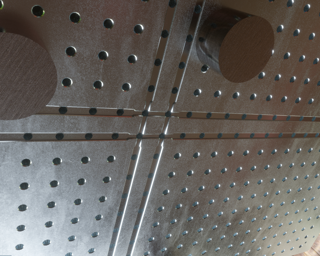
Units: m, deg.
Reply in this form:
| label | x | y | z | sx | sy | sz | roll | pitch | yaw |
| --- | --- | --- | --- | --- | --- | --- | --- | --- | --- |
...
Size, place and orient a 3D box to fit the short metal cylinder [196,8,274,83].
| label | x | y | z | sx | sy | sz | roll | pitch | yaw |
| --- | --- | --- | --- | --- | --- | --- | --- | --- | --- |
| short metal cylinder | 0.092 | -0.102 | 0.384 | 0.081 | 0.050 | 0.079 | -14 | 125 | -21 |

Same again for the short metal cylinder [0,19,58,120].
| label | x | y | z | sx | sy | sz | roll | pitch | yaw |
| --- | --- | --- | --- | --- | --- | --- | --- | --- | --- |
| short metal cylinder | -0.141 | -0.054 | 0.285 | 0.081 | 0.050 | 0.079 | -14 | 125 | -21 |
